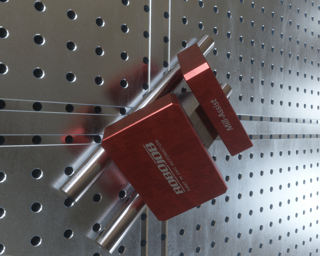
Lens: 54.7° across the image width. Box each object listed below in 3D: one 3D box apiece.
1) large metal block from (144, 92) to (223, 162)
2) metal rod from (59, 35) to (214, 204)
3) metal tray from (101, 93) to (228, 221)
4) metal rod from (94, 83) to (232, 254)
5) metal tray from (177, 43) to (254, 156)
[{"bbox_3d":[0.027,-0.002,0.397,0.080,0.080,0.050,-50,120,-29],"label":"large metal block"},{"bbox_3d":[-0.013,-0.029,0.400,0.301,0.025,0.025,-50,120,-28],"label":"metal rod"},{"bbox_3d":[0.008,0.037,0.347,0.090,0.030,0.130,-28,115,9],"label":"metal tray"},{"bbox_3d":[0.020,0.037,0.428,0.301,0.025,0.025,-49,120,-29],"label":"metal rod"},{"bbox_3d":[0.070,-0.037,0.399,0.130,0.030,0.090,54,15,-26],"label":"metal tray"}]
